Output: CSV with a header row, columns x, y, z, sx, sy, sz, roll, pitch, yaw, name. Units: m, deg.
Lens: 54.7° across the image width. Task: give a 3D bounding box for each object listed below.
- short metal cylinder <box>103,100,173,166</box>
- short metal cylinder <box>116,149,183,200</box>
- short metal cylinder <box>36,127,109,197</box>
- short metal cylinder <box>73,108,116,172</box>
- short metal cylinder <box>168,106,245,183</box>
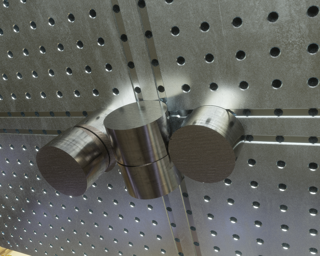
x,y,z,sx,sy,sz,roll,pitch,yaw,name
-0.025,0.004,0.392,0.080,0.080,0.050,1,120,28,short metal cylinder
-0.013,0.049,0.413,0.080,0.080,0.050,-1,118,29,short metal cylinder
-0.117,0.045,0.418,0.080,0.050,0.079,13,124,21,short metal cylinder
-0.085,0.018,0.451,0.080,0.050,0.079,13,124,20,short metal cylinder
0.057,0.019,0.376,0.080,0.050,0.079,13,124,20,short metal cylinder
